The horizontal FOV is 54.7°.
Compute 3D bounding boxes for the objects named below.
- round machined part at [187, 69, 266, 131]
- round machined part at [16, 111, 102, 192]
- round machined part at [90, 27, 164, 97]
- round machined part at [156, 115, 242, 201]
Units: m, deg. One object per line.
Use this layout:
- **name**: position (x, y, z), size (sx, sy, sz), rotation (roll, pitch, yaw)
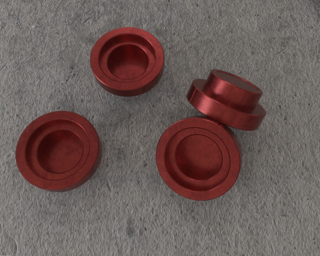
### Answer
- **round machined part**: position (0.086, -0.040, 0.383), size (0.098, 0.098, 0.042), rotation (27, 114, 9)
- **round machined part**: position (-0.122, 0.031, 0.387), size (0.099, 0.042, 0.098), rotation (0, 70, 0)
- **round machined part**: position (-0.043, -0.087, 0.430), size (0.099, 0.042, 0.098), rotation (0, 70, 0)
- **round machined part**: position (0.048, 0.033, 0.371), size (0.098, 0.042, 0.097), rotation (4, 101, 19)
